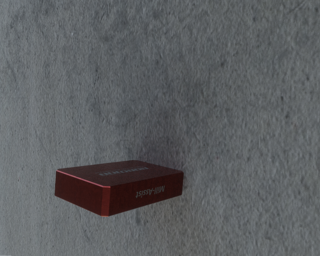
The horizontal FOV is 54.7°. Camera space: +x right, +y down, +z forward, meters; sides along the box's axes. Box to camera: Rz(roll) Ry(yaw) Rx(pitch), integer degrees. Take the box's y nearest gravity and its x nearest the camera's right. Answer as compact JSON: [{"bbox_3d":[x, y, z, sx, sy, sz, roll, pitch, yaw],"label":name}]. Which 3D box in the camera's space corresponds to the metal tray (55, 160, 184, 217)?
[{"bbox_3d":[-0.044,0.066,0.371,0.090,0.131,0.030,8,95,39],"label":"metal tray"}]
